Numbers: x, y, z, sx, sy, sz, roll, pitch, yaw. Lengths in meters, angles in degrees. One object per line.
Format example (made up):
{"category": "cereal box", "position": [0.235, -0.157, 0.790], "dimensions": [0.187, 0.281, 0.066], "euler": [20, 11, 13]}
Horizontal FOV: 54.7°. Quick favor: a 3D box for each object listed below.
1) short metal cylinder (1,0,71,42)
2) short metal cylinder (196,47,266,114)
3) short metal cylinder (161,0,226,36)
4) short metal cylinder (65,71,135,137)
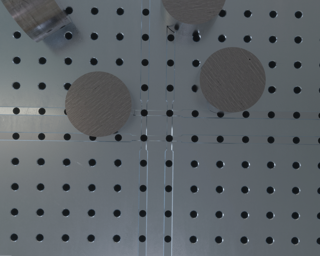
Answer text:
{"category": "short metal cylinder", "position": [-0.155, -0.155, 0.384], "dimensions": [0.050, 0.080, 0.080], "euler": [-32, 90, 0]}
{"category": "short metal cylinder", "position": [0.089, -0.059, 0.401], "dimensions": [0.081, 0.050, 0.079], "euler": [0, 90, 0]}
{"category": "short metal cylinder", "position": [0.041, -0.166, 0.401], "dimensions": [0.081, 0.050, 0.079], "euler": [0, 90, 0]}
{"category": "short metal cylinder", "position": [-0.075, -0.029, 0.400], "dimensions": [0.081, 0.050, 0.079], "euler": [0, 90, 0]}
